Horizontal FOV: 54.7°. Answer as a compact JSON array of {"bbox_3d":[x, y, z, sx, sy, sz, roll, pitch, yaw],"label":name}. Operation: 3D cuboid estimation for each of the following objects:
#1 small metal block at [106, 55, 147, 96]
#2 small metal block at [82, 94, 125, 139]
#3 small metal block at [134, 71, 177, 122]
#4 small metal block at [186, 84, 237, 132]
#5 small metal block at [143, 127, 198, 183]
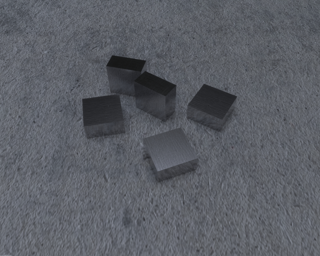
[{"bbox_3d":[-0.047,-0.074,0.449,0.050,0.050,0.025,11,51,9],"label":"small metal block"},{"bbox_3d":[-0.076,-0.016,0.416,0.050,0.025,0.050,-9,51,-7],"label":"small metal block"},{"bbox_3d":[-0.006,-0.043,0.423,0.050,0.050,0.025,28,56,21],"label":"small metal block"},{"bbox_3d":[0.071,-0.029,0.428,0.050,0.025,0.050,25,54,19],"label":"small metal block"},{"bbox_3d":[0.012,0.032,0.376,0.050,0.025,0.050,-16,52,-14],"label":"small metal block"}]
